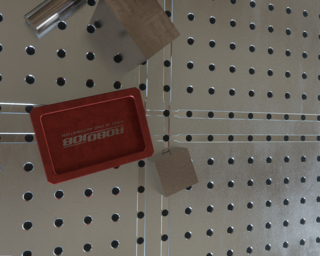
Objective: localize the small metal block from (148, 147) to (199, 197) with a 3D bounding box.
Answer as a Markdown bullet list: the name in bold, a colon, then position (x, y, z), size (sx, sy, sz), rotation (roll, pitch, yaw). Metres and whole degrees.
- **small metal block**: position (0.018, 0.059, 0.421), size (0.050, 0.025, 0.050), rotation (-21, 97, -19)

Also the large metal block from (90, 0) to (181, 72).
- **large metal block**: position (-0.033, -0.121, 0.372), size (0.050, 0.080, 0.080), rotation (-41, 103, -16)

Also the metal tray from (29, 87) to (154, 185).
- **metal tray**: position (-0.080, 0.007, 0.380), size (0.131, 0.030, 0.089), rotation (-15, 95, -20)

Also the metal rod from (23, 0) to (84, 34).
- **metal rod**: position (-0.045, -0.221, 0.396), size (0.301, 0.025, 0.025), rotation (-45, 104, -15)
